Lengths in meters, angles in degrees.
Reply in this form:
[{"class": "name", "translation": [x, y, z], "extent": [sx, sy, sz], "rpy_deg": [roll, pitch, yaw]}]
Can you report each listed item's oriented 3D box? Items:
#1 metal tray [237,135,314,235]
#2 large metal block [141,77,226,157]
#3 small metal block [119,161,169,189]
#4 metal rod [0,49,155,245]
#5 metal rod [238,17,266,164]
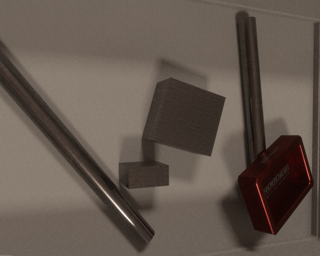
[{"class": "metal tray", "translation": [0.172, 0.077, 0.448], "extent": [0.131, 0.030, 0.090], "rpy_deg": [-32, 108, -35]}, {"class": "large metal block", "translation": [0.031, -0.013, 0.410], "extent": [0.081, 0.050, 0.080], "rpy_deg": [17, 84, -20]}, {"class": "small metal block", "translation": [-0.021, 0.058, 0.390], "extent": [0.050, 0.050, 0.025], "rpy_deg": [-1, 91, -20]}, {"class": "metal rod", "translation": [-0.105, 0.027, 0.372], "extent": [0.025, 0.025, 0.300], "rpy_deg": [-41, 103, -16]}, {"class": "metal rod", "translation": [0.143, -0.013, 0.464], "extent": [0.025, 0.025, 0.298], "rpy_deg": [-6, 92, -20]}]
